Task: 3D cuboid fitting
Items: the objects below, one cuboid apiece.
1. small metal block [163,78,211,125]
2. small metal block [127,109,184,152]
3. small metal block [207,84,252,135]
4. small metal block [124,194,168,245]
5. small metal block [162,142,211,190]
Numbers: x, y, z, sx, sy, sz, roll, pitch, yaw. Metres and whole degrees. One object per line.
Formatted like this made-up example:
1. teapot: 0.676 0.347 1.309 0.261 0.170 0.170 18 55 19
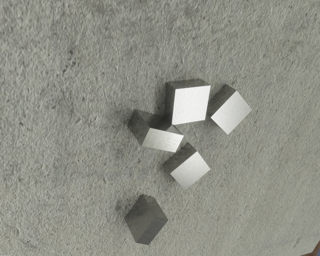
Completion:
1. small metal block: 0.034 -0.035 0.404 0.050 0.025 0.050 -9 123 -24
2. small metal block: -0.006 0.003 0.389 0.050 0.050 0.025 13 112 -34
3. small metal block: 0.096 -0.026 0.443 0.050 0.025 0.050 -47 129 5
4. small metal block: -0.022 0.136 0.463 0.025 0.050 0.050 28 103 -38
5. small metal block: 0.040 0.058 0.465 0.050 0.025 0.050 -40 130 -2
